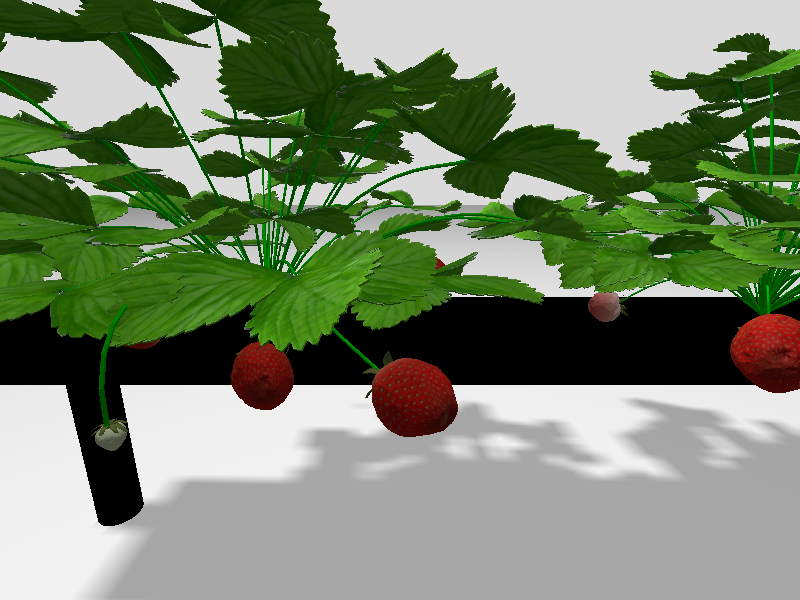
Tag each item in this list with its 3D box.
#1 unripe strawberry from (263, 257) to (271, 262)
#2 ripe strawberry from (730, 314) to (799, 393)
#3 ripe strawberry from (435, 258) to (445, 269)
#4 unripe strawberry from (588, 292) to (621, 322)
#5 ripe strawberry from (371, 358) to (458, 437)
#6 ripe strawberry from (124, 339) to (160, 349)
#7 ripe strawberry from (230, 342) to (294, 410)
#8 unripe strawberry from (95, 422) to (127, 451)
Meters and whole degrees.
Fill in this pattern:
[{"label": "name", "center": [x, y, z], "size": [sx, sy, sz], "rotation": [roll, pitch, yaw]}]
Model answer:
[{"label": "unripe strawberry", "center": [-0.198, -0.059, 0.596], "size": [0.013, 0.012, 0.012], "rotation": [-5, 16, -17]}, {"label": "ripe strawberry", "center": [0.207, 0.030, 0.222], "size": [0.038, 0.043, 0.041], "rotation": [13, 20, 39]}, {"label": "ripe strawberry", "center": [0.038, -0.036, 0.481], "size": [0.035, 0.035, 0.039], "rotation": [-11, 19, -37]}, {"label": "unripe strawberry", "center": [0.175, 0.005, 0.345], "size": [0.026, 0.027, 0.024], "rotation": [-4, 16, -6]}, {"label": "ripe strawberry", "center": [0.008, 0.045, 0.183], "size": [0.040, 0.034, 0.040], "rotation": [-10, 19, -33]}, {"label": "ripe strawberry", "center": [-0.187, 0.021, 0.281], "size": [0.033, 0.030, 0.030], "rotation": [12, 20, 37]}, {"label": "ripe strawberry", "center": [-0.070, 0.040, 0.203], "size": [0.031, 0.035, 0.033], "rotation": [-5, 17, -16]}, {"label": "unripe strawberry", "center": [-0.126, 0.060, 0.176], "size": [0.011, 0.012, 0.012], "rotation": [1, 15, 2]}]
